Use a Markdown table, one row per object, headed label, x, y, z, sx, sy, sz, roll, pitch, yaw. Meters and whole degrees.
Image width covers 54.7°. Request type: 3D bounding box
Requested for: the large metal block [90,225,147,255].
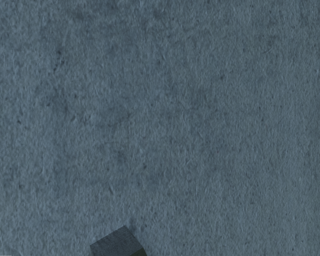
| label | x | y | z | sx | sy | sz | roll | pitch | yaw |
| --- | --- | --- | --- | --- | --- | --- | --- | --- | --- |
| large metal block | -0.037 | 0.174 | 0.367 | 0.050 | 0.080 | 0.080 | -26 | 99 | -18 |
